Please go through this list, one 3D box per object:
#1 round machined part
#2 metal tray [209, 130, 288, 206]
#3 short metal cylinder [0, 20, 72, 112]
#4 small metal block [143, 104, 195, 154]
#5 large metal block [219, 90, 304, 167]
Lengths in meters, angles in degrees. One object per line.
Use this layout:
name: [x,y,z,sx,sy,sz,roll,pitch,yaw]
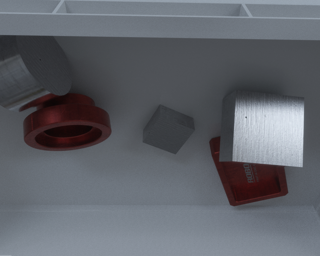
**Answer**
round machined part: [-0.110,-0.008,0.371,0.099,0.042,0.098,-11,160,-4]
metal tray: [0.134,0.060,0.458,0.090,0.030,0.130,-16,129,12]
short metal cylinder: [-0.137,-0.062,0.318,0.050,0.080,0.080,-20,128,15]
small metal block: [0.011,0.003,0.412,0.050,0.025,0.050,22,127,-18]
large metal block: [0.119,0.003,0.369,0.081,0.080,0.050,5,172,-5]
